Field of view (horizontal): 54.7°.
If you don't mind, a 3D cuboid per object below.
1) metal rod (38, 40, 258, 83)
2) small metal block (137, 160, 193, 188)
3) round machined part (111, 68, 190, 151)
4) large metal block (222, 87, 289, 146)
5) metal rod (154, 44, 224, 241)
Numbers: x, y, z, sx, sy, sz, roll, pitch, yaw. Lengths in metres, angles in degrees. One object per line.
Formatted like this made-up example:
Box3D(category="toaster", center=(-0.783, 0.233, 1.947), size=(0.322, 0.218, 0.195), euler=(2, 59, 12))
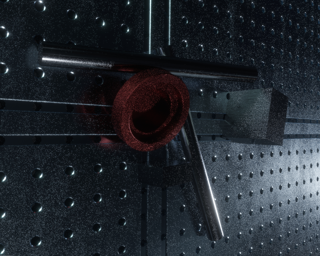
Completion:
Box3D(category="metal rod", center=(0.009, -0.078, 0.389), size=(0.303, 0.025, 0.025), euler=(-1, 91, -31))
Box3D(category="small metal block", center=(0.007, 0.057, 0.401), size=(0.050, 0.050, 0.025), euler=(-4, 93, -40))
Box3D(category="round machined part", center=(-0.015, -0.024, 0.372), size=(0.099, 0.042, 0.097), euler=(-20, 126, -30))
Box3D(category="large metal block", center=(0.155, -0.017, 0.506), size=(0.050, 0.080, 0.080), euler=(18, 79, -39))
Box3D(category="metal rod", center=(0.046, 0.030, 0.449), size=(0.025, 0.025, 0.298), euler=(-27, 107, -37))
